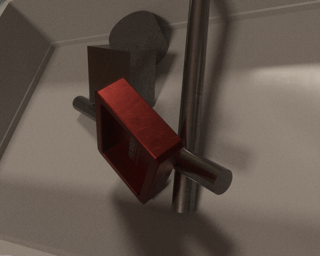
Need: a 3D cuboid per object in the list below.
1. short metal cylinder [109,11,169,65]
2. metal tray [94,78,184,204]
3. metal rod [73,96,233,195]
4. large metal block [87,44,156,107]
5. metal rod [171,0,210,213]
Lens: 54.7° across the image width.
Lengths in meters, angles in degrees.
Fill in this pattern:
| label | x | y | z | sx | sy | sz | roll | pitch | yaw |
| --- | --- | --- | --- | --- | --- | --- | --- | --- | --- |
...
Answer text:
| label | x | y | z | sx | sy | sz | roll | pitch | yaw |
| --- | --- | --- | --- | --- | --- | --- | --- | --- | --- |
| short metal cylinder | -0.033 | -0.137 | 0.489 | 0.080 | 0.050 | 0.080 | -13 | 56 | 20 |
| metal tray | -0.028 | 0.020 | 0.323 | 0.030 | 0.129 | 0.090 | -35 | 72 | -25 |
| metal rod | -0.036 | 0.004 | 0.386 | 0.300 | 0.025 | 0.025 | 26 | 75 | 47 |
| large metal block | -0.054 | -0.072 | 0.434 | 0.080 | 0.050 | 0.079 | 17 | 115 | 34 |
| metal rod | 0.039 | -0.055 | 0.362 | 0.025 | 0.025 | 0.298 | 1 | 79 | 28 |
